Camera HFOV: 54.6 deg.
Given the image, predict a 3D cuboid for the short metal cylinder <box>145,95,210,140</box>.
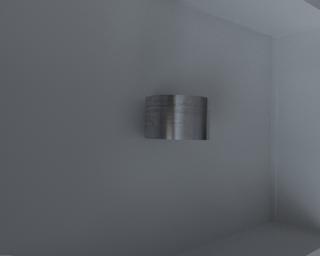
[{"bbox_3d":[0.021,-0.011,0.384,0.081,0.080,0.050,2,89,-40],"label":"short metal cylinder"}]
